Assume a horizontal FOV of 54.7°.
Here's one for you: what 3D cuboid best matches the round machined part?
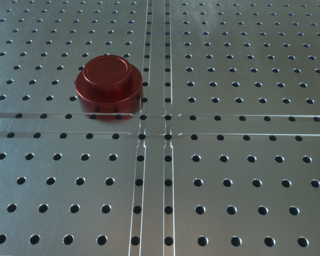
[{"bbox_3d":[-0.075,-0.071,0.455,0.099,0.042,0.098,0,50,0],"label":"round machined part"}]
